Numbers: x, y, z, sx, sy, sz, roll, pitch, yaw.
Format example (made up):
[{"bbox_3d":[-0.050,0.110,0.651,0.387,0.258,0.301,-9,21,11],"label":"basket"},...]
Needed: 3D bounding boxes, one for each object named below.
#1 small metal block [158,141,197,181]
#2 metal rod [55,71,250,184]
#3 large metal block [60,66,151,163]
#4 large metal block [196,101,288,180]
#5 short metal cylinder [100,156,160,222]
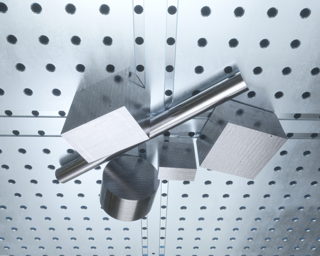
[{"bbox_3d":[0.023,0.046,0.435,0.050,0.050,0.025,4,130,-4],"label":"small metal block"},{"bbox_3d":[-0.025,0.008,0.418,0.300,0.025,0.025,-27,125,21],"label":"metal rod"},{"bbox_3d":[-0.059,-0.016,0.362,0.080,0.080,0.050,-22,127,17],"label":"large metal block"},{"bbox_3d":[0.103,0.016,0.407,0.081,0.050,0.079,15,129,-13],"label":"large metal block"},{"bbox_3d":[-0.045,0.086,0.448,0.081,0.080,0.050,9,130,-8],"label":"short metal cylinder"}]
